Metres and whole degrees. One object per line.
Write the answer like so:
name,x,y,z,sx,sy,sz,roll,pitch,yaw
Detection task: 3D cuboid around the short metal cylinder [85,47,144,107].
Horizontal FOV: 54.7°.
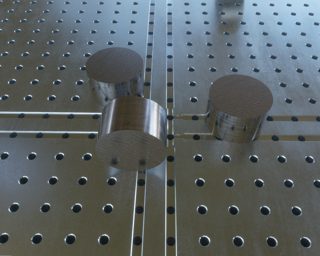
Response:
short metal cylinder,-0.064,-0.073,0.452,0.081,0.050,0.080,0,50,0

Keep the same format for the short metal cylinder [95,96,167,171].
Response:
short metal cylinder,-0.032,0.008,0.365,0.080,0.080,0.050,1,50,1

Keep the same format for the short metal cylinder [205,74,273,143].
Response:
short metal cylinder,0.103,-0.026,0.414,0.081,0.050,0.080,0,50,0
